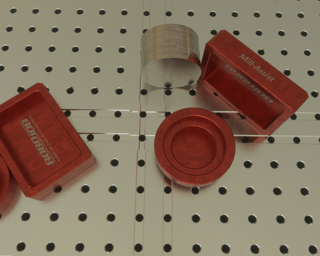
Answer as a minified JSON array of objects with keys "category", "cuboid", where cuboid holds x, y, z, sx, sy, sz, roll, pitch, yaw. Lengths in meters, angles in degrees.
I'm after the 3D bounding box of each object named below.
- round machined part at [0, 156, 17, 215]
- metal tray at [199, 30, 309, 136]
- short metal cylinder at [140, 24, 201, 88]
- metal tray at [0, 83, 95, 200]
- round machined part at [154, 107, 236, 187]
[{"category":"round machined part","cuboid":[-0.232,0.068,0.375,0.099,0.042,0.098,0,70,-1]},{"category":"metal tray","cuboid":[0.111,-0.055,0.398,0.130,0.090,0.030,43,75,13]},{"category":"short metal cylinder","cuboid":[0.014,-0.094,0.417,0.081,0.080,0.050,-1,70,-1]},{"category":"metal tray","cuboid":[-0.157,0.015,0.401,0.090,0.030,0.130,-35,74,-12]},{"category":"round machined part","cuboid":[0.042,0.027,0.394,0.099,0.042,0.098,0,70,-1]}]
